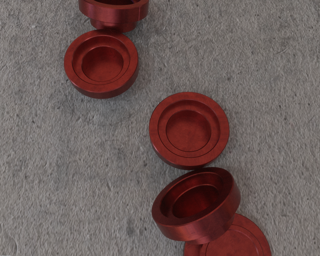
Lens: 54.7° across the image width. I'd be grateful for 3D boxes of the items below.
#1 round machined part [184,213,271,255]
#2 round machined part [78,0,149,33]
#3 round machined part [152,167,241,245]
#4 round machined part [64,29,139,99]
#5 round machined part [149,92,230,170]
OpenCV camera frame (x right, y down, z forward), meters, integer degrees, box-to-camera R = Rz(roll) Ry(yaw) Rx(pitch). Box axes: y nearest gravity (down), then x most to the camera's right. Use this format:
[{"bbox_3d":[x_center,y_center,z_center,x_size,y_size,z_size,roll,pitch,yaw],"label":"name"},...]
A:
[{"bbox_3d":[0.076,0.144,0.347,0.099,0.042,0.098,0,70,0],"label":"round machined part"},{"bbox_3d":[-0.066,-0.171,0.447,0.099,0.042,0.098,5,42,-5],"label":"round machined part"},{"bbox_3d":[0.043,0.090,0.347,0.098,0.098,0.042,-31,108,-11],"label":"round machined part"},{"bbox_3d":[-0.078,-0.084,0.429,0.099,0.042,0.098,0,70,0],"label":"round machined part"},{"bbox_3d":[0.036,0.006,0.397,0.099,0.042,0.098,0,70,0],"label":"round machined part"}]
